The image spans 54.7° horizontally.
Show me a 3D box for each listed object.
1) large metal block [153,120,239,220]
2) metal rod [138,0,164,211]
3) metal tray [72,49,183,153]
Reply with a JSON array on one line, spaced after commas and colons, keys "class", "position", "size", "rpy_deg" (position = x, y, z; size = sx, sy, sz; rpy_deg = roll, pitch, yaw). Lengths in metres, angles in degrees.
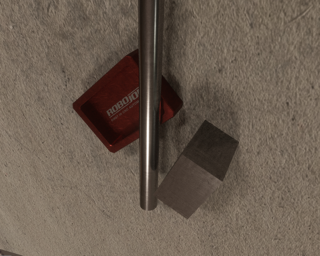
[{"class": "large metal block", "position": [0.045, 0.049, 0.377], "size": [0.050, 0.080, 0.079], "rpy_deg": [35, 129, 5]}, {"class": "metal rod", "position": [-0.012, -0.017, 0.361], "size": [0.025, 0.025, 0.298], "rpy_deg": [15, 125, 19]}, {"class": "metal tray", "position": [-0.046, -0.030, 0.407], "size": [0.130, 0.030, 0.090], "rpy_deg": [-31, 101, 37]}]
